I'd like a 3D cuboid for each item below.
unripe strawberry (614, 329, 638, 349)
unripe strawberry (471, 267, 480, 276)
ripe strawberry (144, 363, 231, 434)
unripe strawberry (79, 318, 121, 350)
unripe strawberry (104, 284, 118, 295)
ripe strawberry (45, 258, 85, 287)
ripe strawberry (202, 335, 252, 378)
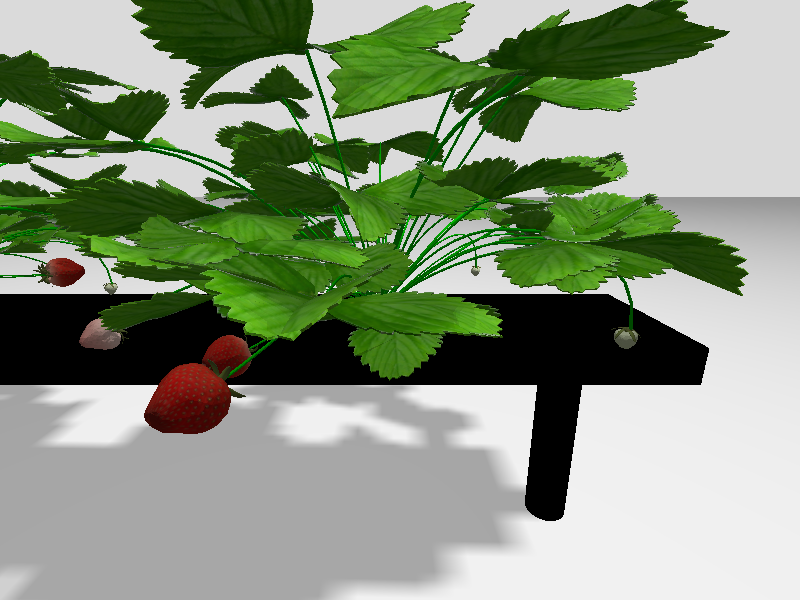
[{"bbox_3d":[0.156,0.027,0.277,0.015,0.014,0.013,8,18,26],"label":"unripe strawberry"},{"bbox_3d":[0.092,-0.035,0.487,0.011,0.011,0.010,14,21,39],"label":"unripe strawberry"},{"bbox_3d":[-0.101,0.048,0.190,0.036,0.031,0.036,7,18,23],"label":"ripe strawberry"},{"bbox_3d":[-0.213,0.025,0.284,0.024,0.023,0.026,-18,22,-19],"label":"unripe strawberry"},{"bbox_3d":[-0.306,-0.011,0.425,0.011,0.012,0.011,-6,17,-20],"label":"unripe strawberry"},{"bbox_3d":[-0.384,-0.032,0.461,0.037,0.033,0.034,13,20,38],"label":"ripe strawberry"},{"bbox_3d":[-0.107,0.036,0.245,0.026,0.027,0.028,11,20,33],"label":"ripe strawberry"}]
